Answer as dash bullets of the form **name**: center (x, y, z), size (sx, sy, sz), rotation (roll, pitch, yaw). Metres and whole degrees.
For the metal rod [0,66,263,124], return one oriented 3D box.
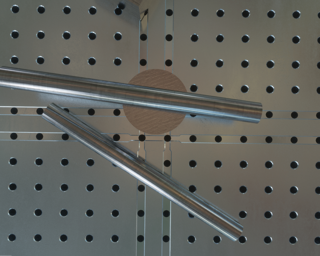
- **metal rod**: center (-0.033, -0.039, 0.362), size (0.302, 0.025, 0.025), rotation (8, 90, -1)

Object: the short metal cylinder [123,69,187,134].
- **short metal cylinder**: center (-0.005, -0.032, 0.401), size (0.081, 0.050, 0.079), rotation (0, 90, -1)

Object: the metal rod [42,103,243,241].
- **metal rod**: center (-0.022, 0.059, 0.413), size (0.301, 0.025, 0.025), rotation (33, 90, -1)

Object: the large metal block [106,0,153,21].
- **large metal block**: center (-0.041, -0.202, 0.400), size (0.080, 0.050, 0.080), rotation (30, 90, -1)
